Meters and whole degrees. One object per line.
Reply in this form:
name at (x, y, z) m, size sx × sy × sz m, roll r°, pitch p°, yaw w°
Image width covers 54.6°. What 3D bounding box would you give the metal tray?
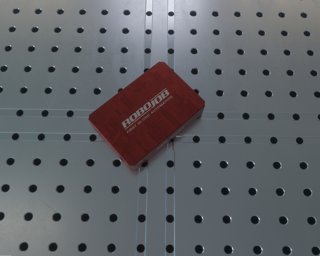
metal tray at (-0.016, -0.018, 0.416) m, size 0.130 × 0.030 × 0.090 m, roll -40°, pitch 75°, yaw -13°
